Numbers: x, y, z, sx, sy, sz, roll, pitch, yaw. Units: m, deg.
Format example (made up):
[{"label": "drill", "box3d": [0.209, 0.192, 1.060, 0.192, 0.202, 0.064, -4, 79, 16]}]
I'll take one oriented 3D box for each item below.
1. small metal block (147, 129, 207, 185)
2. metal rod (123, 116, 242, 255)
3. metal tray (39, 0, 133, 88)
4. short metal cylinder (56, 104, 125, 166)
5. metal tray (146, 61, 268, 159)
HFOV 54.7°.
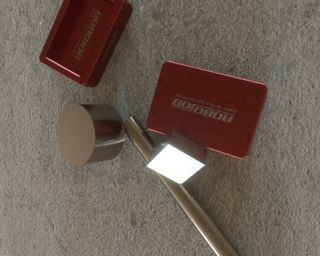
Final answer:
[{"label": "small metal block", "box3d": [0.020, 0.036, 0.375, 0.050, 0.025, 0.050, 30, 131, -14]}, {"label": "metal rod", "box3d": [0.046, 0.107, 0.392, 0.025, 0.025, 0.300, -41, 78, 15]}, {"label": "metal tray", "box3d": [-0.107, -0.134, 0.442, 0.090, 0.030, 0.129, 30, 99, 17]}, {"label": "short metal cylinder", "box3d": [-0.094, 0.007, 0.415, 0.080, 0.050, 0.079, 3, 95, 38]}, {"label": "metal tray", "box3d": [0.056, -0.024, 0.386, 0.130, 0.030, 0.089, 18, 96, 18]}]
